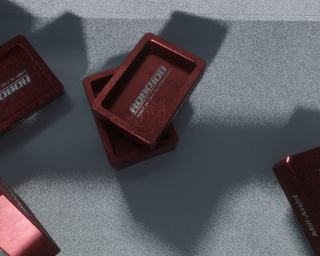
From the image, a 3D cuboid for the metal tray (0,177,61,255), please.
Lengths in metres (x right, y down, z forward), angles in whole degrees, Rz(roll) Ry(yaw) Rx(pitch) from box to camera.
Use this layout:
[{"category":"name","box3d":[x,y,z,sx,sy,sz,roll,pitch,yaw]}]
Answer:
[{"category":"metal tray","box3d":[-0.158,0.079,0.309,0.030,0.090,0.130,-42,34,-23]}]

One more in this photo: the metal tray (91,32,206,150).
[{"category":"metal tray","box3d":[-0.012,-0.049,0.392,0.090,0.030,0.130,30,72,10]}]

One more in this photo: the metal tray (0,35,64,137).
[{"category":"metal tray","box3d":[-0.206,-0.049,0.406,0.130,0.030,0.090,-38,97,-13]}]

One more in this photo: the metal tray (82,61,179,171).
[{"category":"metal tray","box3d":[-0.040,-0.020,0.413,0.091,0.030,0.130,-20,71,-7]}]

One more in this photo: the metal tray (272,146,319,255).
[{"category":"metal tray","box3d":[0.202,0.087,0.363,0.091,0.030,0.130,-13,70,-23]}]
